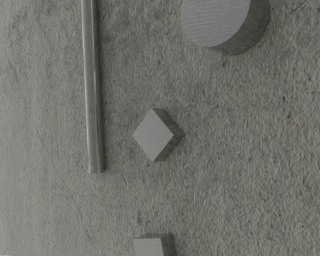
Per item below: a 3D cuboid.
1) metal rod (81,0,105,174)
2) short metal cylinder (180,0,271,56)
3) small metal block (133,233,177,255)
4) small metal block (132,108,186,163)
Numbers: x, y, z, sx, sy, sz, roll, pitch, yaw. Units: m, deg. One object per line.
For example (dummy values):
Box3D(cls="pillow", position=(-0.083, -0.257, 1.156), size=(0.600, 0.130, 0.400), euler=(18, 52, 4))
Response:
Box3D(cls="metal rod", position=(-0.107, -0.079, 0.493), size=(0.025, 0.025, 0.298), euler=(-5, 87, 40))
Box3D(cls="short metal cylinder", position=(0.069, -0.122, 0.332), size=(0.080, 0.050, 0.080), euler=(0, 90, 40))
Box3D(cls="small metal block", position=(-0.005, 0.168, 0.410), size=(0.050, 0.025, 0.050), euler=(-18, 79, 38))
Box3D(cls="small metal block", position=(-0.002, 0.009, 0.407), size=(0.050, 0.025, 0.050), euler=(51, 120, 27))
